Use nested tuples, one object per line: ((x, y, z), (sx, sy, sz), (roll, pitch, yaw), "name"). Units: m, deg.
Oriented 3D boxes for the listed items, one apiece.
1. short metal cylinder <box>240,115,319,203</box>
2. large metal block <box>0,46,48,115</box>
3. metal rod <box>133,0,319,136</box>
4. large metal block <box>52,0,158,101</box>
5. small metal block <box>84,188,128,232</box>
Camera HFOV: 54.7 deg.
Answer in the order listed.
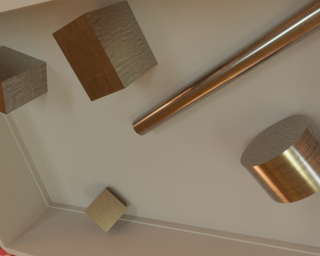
((0.133, 0.031, 0.322), (0.050, 0.080, 0.080), (49, 128, -7), "short metal cylinder")
((-0.222, -0.072, 0.443), (0.080, 0.080, 0.050), (22, 127, 14), "large metal block")
((0.075, -0.062, 0.330), (0.299, 0.025, 0.025), (-31, 102, 37), "metal rod")
((-0.057, -0.088, 0.347), (0.050, 0.080, 0.080), (-16, 110, 34), "large metal block")
((-0.090, 0.136, 0.519), (0.050, 0.050, 0.025), (44, 167, -3), "small metal block")
